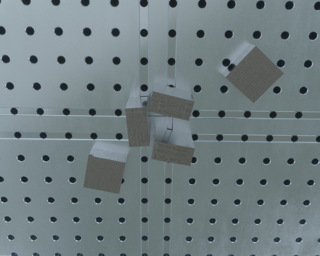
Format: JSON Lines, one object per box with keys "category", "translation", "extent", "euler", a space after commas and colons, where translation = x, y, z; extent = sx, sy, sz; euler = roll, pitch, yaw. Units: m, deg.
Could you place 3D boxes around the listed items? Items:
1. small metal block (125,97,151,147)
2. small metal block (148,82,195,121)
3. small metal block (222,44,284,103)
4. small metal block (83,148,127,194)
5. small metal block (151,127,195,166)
{"category": "small metal block", "translation": [-0.027, -0.009, 0.396], "extent": [0.025, 0.050, 0.050], "euler": [-4, 110, 1]}
{"category": "small metal block", "translation": [0.013, -0.034, 0.388], "extent": [0.050, 0.050, 0.025], "euler": [13, 110, -5]}
{"category": "small metal block", "translation": [0.115, -0.068, 0.389], "extent": [0.050, 0.025, 0.050], "euler": [39, 105, -13]}
{"category": "small metal block", "translation": [-0.076, 0.060, 0.435], "extent": [0.050, 0.025, 0.050], "euler": [12, 110, -5]}
{"category": "small metal block", "translation": [0.016, 0.023, 0.409], "extent": [0.050, 0.050, 0.025], "euler": [10, 110, -4]}
